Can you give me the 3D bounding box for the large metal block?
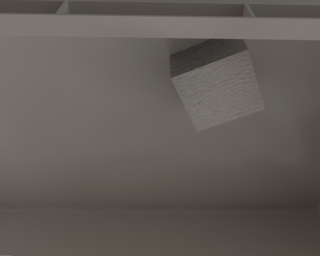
[{"bbox_3d":[0.064,-0.052,0.349,0.080,0.050,0.080,-19,128,15],"label":"large metal block"}]
